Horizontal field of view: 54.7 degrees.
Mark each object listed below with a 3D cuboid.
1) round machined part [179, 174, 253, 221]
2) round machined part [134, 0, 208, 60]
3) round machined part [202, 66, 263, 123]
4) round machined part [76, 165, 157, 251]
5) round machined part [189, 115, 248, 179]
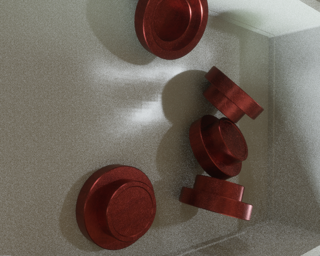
[{"bbox_3d":[0.078,0.093,0.427,0.099,0.098,0.042,24,77,-38],"label":"round machined part"},{"bbox_3d":[0.010,-0.139,0.389,0.099,0.042,0.097,-21,129,-28],"label":"round machined part"},{"bbox_3d":[0.102,-0.045,0.460,0.098,0.098,0.042,31,107,-36],"label":"round machined part"},{"bbox_3d":[-0.043,0.093,0.361,0.099,0.042,0.097,0,90,-40],"label":"round machined part"},{"bbox_3d":[0.090,0.023,0.448,0.098,0.042,0.098,31,43,-33],"label":"round machined part"}]
